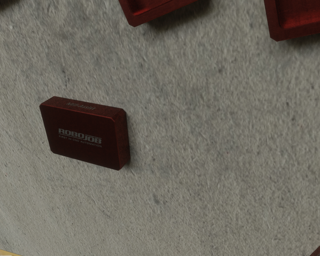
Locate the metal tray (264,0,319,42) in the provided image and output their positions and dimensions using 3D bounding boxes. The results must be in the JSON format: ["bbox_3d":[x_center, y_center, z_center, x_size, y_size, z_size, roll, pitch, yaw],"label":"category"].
[{"bbox_3d":[0.150,-0.128,0.244,0.130,0.030,0.090,-5,116,30],"label":"metal tray"}]

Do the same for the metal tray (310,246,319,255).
[{"bbox_3d":[0.241,0.189,0.394,0.090,0.030,0.129,26,127,12],"label":"metal tray"}]

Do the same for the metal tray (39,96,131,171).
[{"bbox_3d":[-0.112,0.007,0.465,0.130,0.030,0.089,11,123,21],"label":"metal tray"}]

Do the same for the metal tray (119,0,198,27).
[{"bbox_3d":[-0.014,-0.177,0.300,0.090,0.030,0.129,-11,113,32],"label":"metal tray"}]
